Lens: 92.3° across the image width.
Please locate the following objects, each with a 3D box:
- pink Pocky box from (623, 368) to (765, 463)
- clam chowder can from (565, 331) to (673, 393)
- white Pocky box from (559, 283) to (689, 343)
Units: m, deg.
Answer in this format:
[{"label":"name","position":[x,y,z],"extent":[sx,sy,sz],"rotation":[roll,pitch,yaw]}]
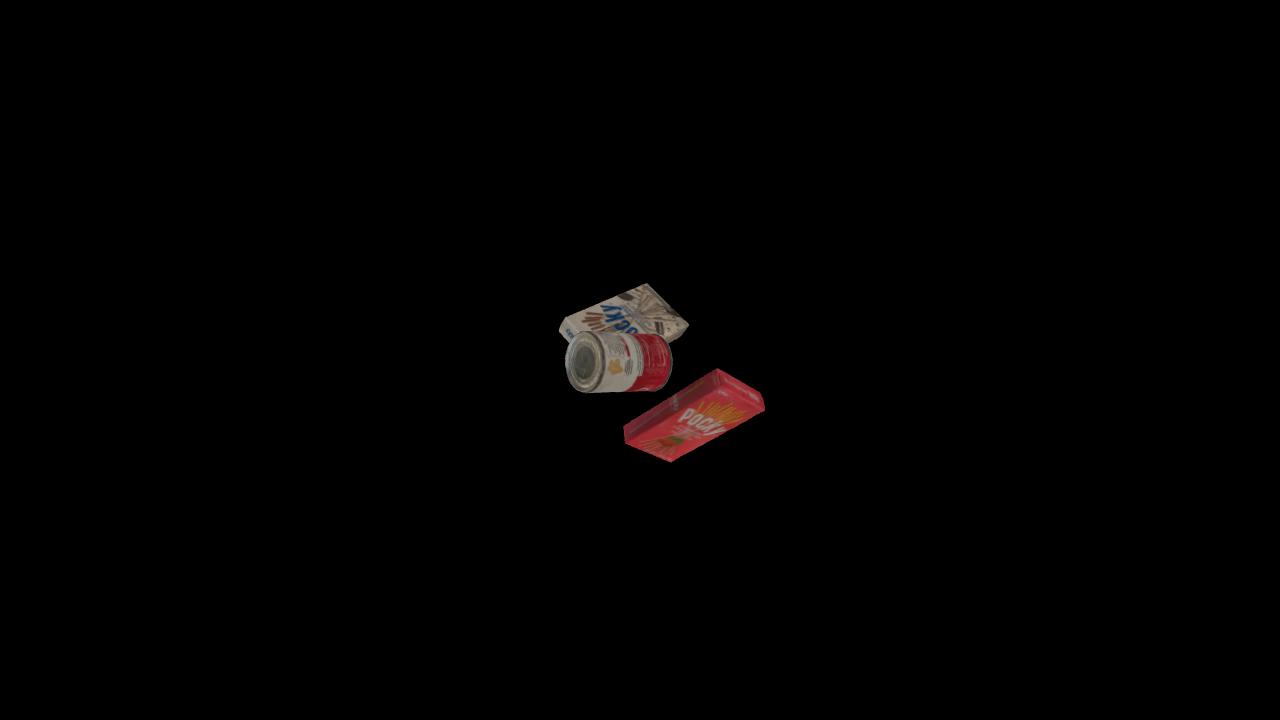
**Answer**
[{"label":"pink Pocky box","position":[0.062,0.070,0.732],"extent":[0.084,0.029,0.155],"rotation":[28,-49,-37]},{"label":"clam chowder can","position":[-0.023,0.002,0.679],"extent":[0.102,0.068,0.068],"rotation":[1,-1,-43]},{"label":"white Pocky box","position":[-0.016,-0.038,0.738],"extent":[0.154,0.084,0.028],"rotation":[-30,-19,-45]}]
